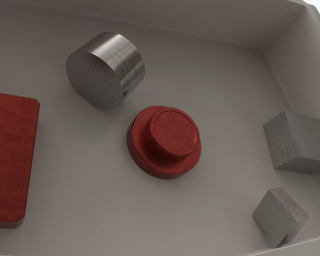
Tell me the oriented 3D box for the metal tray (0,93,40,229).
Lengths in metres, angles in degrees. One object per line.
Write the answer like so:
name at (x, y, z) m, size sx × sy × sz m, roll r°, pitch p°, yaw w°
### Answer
metal tray at (-0.171, 0.026, 0.295) m, size 0.091 × 0.030 × 0.130 m, roll 9°, pitch 58°, yaw -24°

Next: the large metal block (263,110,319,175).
large metal block at (0.222, 0.025, 0.497) m, size 0.081 × 0.050 × 0.080 m, roll 11°, pitch 57°, yaw -22°

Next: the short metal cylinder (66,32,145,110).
short metal cylinder at (-0.066, -0.069, 0.378) m, size 0.080 × 0.080 × 0.050 m, roll 39°, pitch 51°, yaw -3°

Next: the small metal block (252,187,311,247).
small metal block at (0.152, 0.112, 0.395) m, size 0.025 × 0.050 × 0.050 m, roll -2°, pitch 38°, yaw -30°

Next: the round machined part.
round machined part at (0.011, 0.012, 0.395) m, size 0.099 × 0.042 × 0.098 m, roll 14°, pitch 56°, yaw -21°
